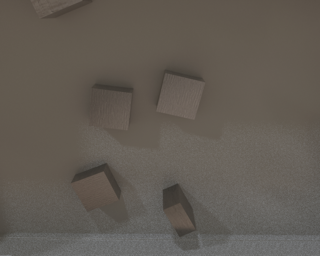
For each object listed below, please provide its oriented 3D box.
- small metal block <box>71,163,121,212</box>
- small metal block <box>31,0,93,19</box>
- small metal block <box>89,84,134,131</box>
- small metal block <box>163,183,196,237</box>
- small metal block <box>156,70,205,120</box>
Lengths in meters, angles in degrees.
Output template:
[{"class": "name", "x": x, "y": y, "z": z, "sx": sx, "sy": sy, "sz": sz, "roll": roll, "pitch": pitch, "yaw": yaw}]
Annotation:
[{"class": "small metal block", "x": -0.090, "y": 0.085, "z": 0.442, "sx": 0.050, "sy": 0.025, "sz": 0.050, "roll": -21, "pitch": 109, "yaw": 7}, {"class": "small metal block", "x": -0.108, "y": -0.144, "z": 0.344, "sx": 0.050, "sy": 0.050, "sz": 0.025, "roll": -20, "pitch": 109, "yaw": 7}, {"class": "small metal block", "x": -0.063, "y": -0.027, "z": 0.401, "sx": 0.050, "sy": 0.025, "sz": 0.050, "roll": 7, "pitch": 110, "yaw": -3}, {"class": "small metal block", "x": 0.027, "y": 0.116, "z": 0.441, "sx": 0.025, "sy": 0.050, "sz": 0.050, "roll": -26, "pitch": 108, "yaw": 9}, {"class": "small metal block", "x": 0.025, "y": -0.043, "z": 0.396, "sx": 0.050, "sy": 0.025, "sz": 0.050, "roll": 12, "pitch": 110, "yaw": -5}]
